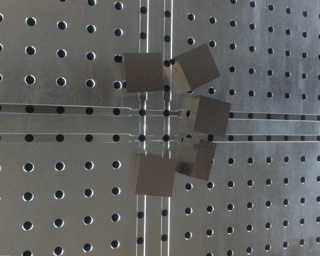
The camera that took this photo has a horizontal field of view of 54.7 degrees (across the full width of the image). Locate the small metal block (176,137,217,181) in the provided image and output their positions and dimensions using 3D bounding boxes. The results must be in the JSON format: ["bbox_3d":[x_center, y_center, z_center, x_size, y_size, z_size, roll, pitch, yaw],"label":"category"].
[{"bbox_3d":[0.048,0.041,0.418,0.025,0.050,0.050,16,85,-20],"label":"small metal block"}]

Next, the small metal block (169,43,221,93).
[{"bbox_3d":[0.049,-0.084,0.432,0.050,0.025,0.050,-28,100,-18],"label":"small metal block"}]

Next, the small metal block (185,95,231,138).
[{"bbox_3d":[0.069,-0.015,0.439,0.050,0.025,0.050,13,86,-20],"label":"small metal block"}]

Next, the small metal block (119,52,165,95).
[{"bbox_3d":[-0.024,-0.071,0.405,0.050,0.025,0.050,-6,92,-20],"label":"small metal block"}]

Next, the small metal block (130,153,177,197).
[{"bbox_3d":[-0.009,0.063,0.411,0.050,0.025,0.050,10,87,-20],"label":"small metal block"}]
